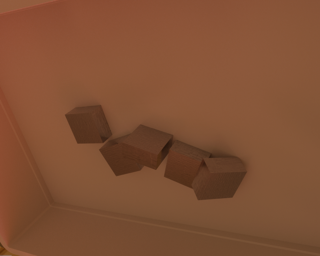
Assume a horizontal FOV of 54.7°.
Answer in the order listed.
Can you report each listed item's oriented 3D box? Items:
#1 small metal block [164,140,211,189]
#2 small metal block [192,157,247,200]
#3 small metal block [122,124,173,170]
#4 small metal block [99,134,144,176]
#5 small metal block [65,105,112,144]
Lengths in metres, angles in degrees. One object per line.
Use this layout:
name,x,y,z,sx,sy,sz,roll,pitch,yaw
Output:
small metal block,0.037,0.051,0.421,0.050,0.025,0.050,21,126,15
small metal block,0.074,0.064,0.392,0.050,0.025,0.050,1,129,-20
small metal block,-0.016,0.024,0.416,0.050,0.050,0.025,18,126,18
small metal block,-0.054,0.041,0.463,0.050,0.025,0.050,-18,109,35
small metal block,-0.106,-0.005,0.462,0.050,0.025,0.050,-3,117,29
